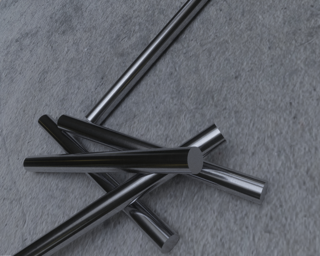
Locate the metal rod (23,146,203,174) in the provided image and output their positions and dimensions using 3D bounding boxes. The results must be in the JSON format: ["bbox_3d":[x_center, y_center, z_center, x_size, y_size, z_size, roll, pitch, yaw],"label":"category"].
[{"bbox_3d":[-0.082,0.042,0.375,0.300,0.025,0.025,-6,58,40],"label":"metal rod"}]

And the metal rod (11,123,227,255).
[{"bbox_3d":[-0.059,0.088,0.347,0.300,0.025,0.025,-34,52,9],"label":"metal rod"}]

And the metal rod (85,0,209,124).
[{"bbox_3d":[-0.007,-0.123,0.481,0.025,0.025,0.300,34,80,38],"label":"metal rod"}]

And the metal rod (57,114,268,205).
[{"bbox_3d":[-0.020,0.028,0.386,0.300,0.025,0.025,16,70,31],"label":"metal rod"}]

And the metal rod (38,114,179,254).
[{"bbox_3d":[-0.088,0.055,0.414,0.300,0.025,0.025,34,80,38],"label":"metal rod"}]
